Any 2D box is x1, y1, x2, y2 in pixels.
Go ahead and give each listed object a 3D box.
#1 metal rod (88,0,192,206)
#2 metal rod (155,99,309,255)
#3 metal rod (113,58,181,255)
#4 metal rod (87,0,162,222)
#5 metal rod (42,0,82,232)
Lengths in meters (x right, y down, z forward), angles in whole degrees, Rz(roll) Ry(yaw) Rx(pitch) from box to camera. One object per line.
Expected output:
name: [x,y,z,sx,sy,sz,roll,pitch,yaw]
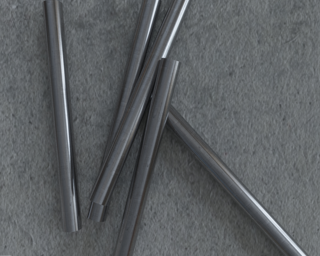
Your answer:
metal rod: [-0.020,-0.048,0.392,0.025,0.025,0.299,22,83,-1]
metal rod: [0.092,0.072,0.411,0.025,0.025,0.300,-42,91,0]
metal rod: [-0.022,0.061,0.393,0.025,0.025,0.298,14,96,-1]
metal rod: [-0.047,-0.025,0.409,0.025,0.025,0.298,14,90,-1]
metal rod: [-0.129,-0.015,0.408,0.025,0.025,0.298,-5,90,-1]
